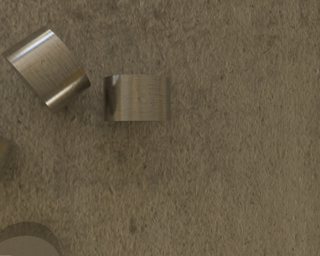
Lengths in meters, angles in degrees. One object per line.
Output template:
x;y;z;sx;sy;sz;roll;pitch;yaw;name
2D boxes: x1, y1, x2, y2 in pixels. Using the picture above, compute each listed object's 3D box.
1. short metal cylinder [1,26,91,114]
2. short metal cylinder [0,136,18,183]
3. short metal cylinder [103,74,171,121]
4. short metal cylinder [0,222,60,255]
-0.121;-0.061;0.335;0.050;0.080;0.080;-41;104;-15;short metal cylinder
-0.193;0.025;0.309;0.080;0.080;0.050;25;82;-19;short metal cylinder
-0.027;-0.033;0.371;0.081;0.080;0.050;-1;90;-20;short metal cylinder
-0.151;0.150;0.340;0.081;0.050;0.079;0;90;-20;short metal cylinder
